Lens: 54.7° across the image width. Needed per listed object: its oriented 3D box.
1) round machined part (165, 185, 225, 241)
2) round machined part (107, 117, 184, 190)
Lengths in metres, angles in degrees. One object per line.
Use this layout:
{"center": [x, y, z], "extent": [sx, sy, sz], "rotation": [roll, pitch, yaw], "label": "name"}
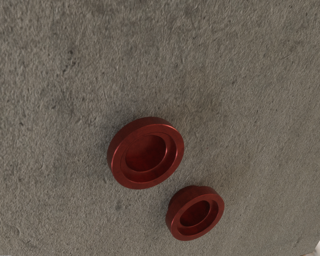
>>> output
{"center": [0.053, 0.133, 0.507], "extent": [0.099, 0.042, 0.097], "rotation": [-14, 124, -21], "label": "round machined part"}
{"center": [-0.021, 0.028, 0.401], "extent": [0.099, 0.042, 0.097], "rotation": [-14, 124, -21], "label": "round machined part"}
